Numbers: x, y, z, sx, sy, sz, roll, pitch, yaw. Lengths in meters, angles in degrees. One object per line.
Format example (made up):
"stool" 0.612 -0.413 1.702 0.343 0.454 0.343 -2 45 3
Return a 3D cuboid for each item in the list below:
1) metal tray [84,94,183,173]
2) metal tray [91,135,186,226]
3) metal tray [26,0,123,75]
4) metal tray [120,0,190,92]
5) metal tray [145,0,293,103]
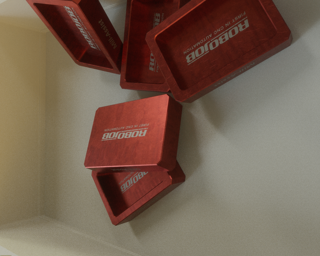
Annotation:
"metal tray" -0.037 0.011 0.406 0.130 0.030 0.090 -7 65 36
"metal tray" -0.035 0.066 0.430 0.129 0.030 0.090 -43 65 31
"metal tray" -0.105 -0.131 0.416 0.090 0.130 0.030 17 68 27
"metal tray" -0.006 -0.113 0.406 0.090 0.030 0.129 9 96 39
"metal tray" 0.058 -0.095 0.330 0.130 0.030 0.090 -30 79 24
